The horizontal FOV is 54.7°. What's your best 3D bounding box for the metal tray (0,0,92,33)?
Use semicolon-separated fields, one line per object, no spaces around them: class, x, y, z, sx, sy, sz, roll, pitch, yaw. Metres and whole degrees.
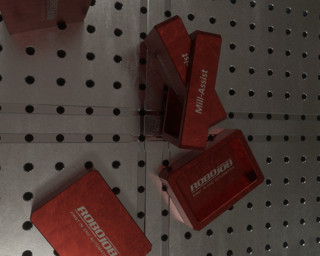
metal tray;-0.117;-0.137;0.314;0.091;0.130;0.030;-19;97;-19

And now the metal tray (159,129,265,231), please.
metal tray;0.076;0.070;0.439;0.131;0.030;0.090;-31;101;-18

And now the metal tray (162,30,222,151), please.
metal tray;0.035;-0.044;0.378;0.030;0.090;0.129;7;94;-13

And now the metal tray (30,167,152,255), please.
metal tray;-0.082;0.125;0.381;0.090;0.030;0.130;-37;102;-17

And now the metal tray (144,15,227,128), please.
metal tray;0.028;-0.064;0.387;0.030;0.090;0.129;-29;100;-7
